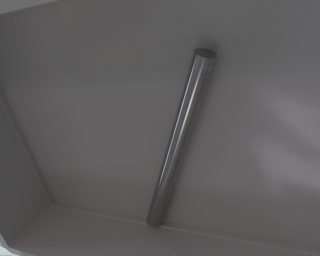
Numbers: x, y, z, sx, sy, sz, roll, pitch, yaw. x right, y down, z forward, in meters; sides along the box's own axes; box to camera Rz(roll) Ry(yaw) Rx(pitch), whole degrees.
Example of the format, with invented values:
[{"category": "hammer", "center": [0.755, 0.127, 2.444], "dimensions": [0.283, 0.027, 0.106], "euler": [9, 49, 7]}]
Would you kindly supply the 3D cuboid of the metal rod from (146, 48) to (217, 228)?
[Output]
[{"category": "metal rod", "center": [0.019, 0.036, 0.421], "dimensions": [0.025, 0.025, 0.298], "euler": [24, 127, 13]}]
